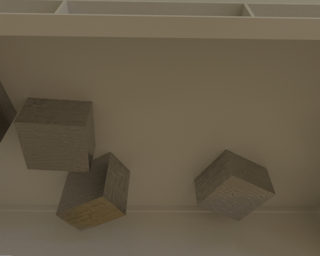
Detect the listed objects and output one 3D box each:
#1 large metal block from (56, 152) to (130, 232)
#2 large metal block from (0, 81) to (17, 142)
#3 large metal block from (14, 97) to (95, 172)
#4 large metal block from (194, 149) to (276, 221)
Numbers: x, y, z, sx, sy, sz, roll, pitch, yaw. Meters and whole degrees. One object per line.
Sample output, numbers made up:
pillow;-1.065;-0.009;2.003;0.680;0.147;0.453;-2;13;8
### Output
large metal block;-0.094;0.092;0.451;0.080;0.080;0.050;-24;126;19
large metal block;-0.217;-0.021;0.353;0.050;0.080;0.080;-5;130;4
large metal block;-0.130;0.010;0.400;0.081;0.050;0.079;3;130;-3
large metal block;0.110;0.089;0.469;0.080;0.050;0.080;25;126;-20
